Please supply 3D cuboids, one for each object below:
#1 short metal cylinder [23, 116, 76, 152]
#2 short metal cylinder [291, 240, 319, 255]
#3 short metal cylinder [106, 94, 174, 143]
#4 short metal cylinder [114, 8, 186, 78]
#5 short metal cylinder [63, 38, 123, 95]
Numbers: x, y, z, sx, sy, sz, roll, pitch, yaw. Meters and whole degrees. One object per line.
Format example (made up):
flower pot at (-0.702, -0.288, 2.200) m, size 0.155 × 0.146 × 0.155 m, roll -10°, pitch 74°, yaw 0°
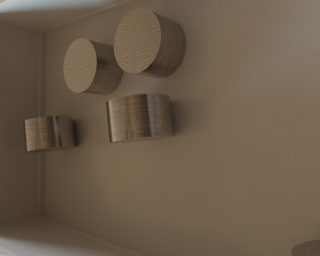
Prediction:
short metal cylinder at (-0.185, 0.012, 0.520) m, size 0.080 × 0.081 × 0.050 m, roll -13°, pitch 82°, yaw 39°
short metal cylinder at (0.151, 0.126, 0.246) m, size 0.080 × 0.081 × 0.050 m, roll -8°, pitch 85°, yaw 39°
short metal cylinder at (-0.025, -0.010, 0.390) m, size 0.080 × 0.081 × 0.050 m, roll -10°, pitch 84°, yaw 39°
short metal cylinder at (-0.014, -0.107, 0.400) m, size 0.080 × 0.050 × 0.079 m, roll 0°, pitch 90°, yaw 39°
short metal cylinder at (-0.102, -0.092, 0.472) m, size 0.080 × 0.050 × 0.079 m, roll 0°, pitch 90°, yaw 39°
